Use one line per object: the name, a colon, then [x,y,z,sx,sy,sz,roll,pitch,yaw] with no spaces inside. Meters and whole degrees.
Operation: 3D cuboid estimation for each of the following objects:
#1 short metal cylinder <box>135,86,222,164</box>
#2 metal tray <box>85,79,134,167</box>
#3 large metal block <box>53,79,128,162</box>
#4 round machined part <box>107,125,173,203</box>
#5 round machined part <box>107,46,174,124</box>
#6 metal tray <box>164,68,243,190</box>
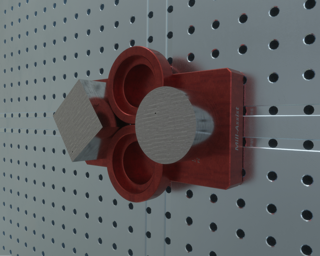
short metal cylinder: [0.020,-0.003,0.337,0.080,0.050,0.079,0,90,40]
metal tray: [-0.072,-0.008,0.465,0.090,0.030,0.129,1,91,38]
large metal block: [-0.097,-0.010,0.434,0.080,0.050,0.080,-44,64,31]
round machined part: [-0.021,0.044,0.404,0.098,0.042,0.097,0,90,40]
round machined part: [-0.020,-0.054,0.403,0.098,0.042,0.097,0,90,40]
metal tray: [0.049,0.000,0.363,0.090,0.030,0.129,1,91,40]
